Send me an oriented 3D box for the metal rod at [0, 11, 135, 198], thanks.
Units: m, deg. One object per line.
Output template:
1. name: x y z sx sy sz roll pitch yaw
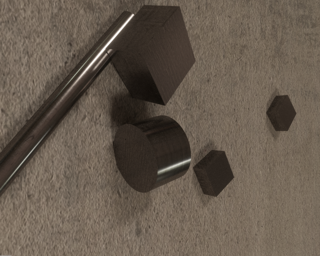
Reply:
1. metal rod: -0.109 -0.015 0.314 0.025 0.025 0.300 47 62 -30

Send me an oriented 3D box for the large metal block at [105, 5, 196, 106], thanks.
1. large metal block: -0.006 -0.086 0.368 0.080 0.050 0.080 -57 144 -25

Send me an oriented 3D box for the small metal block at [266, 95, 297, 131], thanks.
1. small metal block: 0.240 -0.029 0.609 0.050 0.025 0.050 -53 121 -27

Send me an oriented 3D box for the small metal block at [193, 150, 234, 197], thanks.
1. small metal block: 0.083 0.069 0.478 0.050 0.025 0.050 -37 113 -34

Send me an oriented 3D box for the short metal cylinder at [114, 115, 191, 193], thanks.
1. short metal cylinder: -0.010 0.029 0.362 0.050 0.080 0.079 -16 101 -39
